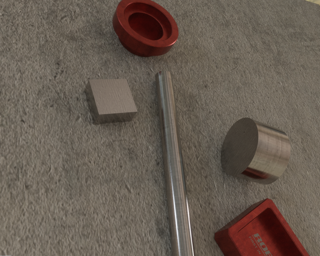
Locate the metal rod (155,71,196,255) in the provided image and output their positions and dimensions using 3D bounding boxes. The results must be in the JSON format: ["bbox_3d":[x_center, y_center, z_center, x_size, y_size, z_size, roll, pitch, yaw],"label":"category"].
[{"bbox_3d":[0.018,0.054,0.379,0.025,0.025,0.299,9,58,-24],"label":"metal rod"}]

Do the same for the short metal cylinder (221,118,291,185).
[{"bbox_3d":[0.126,0.031,0.417,0.050,0.080,0.080,18,55,-18],"label":"short metal cylinder"}]

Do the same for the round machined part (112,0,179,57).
[{"bbox_3d":[-0.025,-0.147,0.469,0.099,0.042,0.098,14,56,-21],"label":"round machined part"}]

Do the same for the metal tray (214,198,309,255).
[{"bbox_3d":[0.136,0.163,0.373,0.091,0.030,0.130,-22,73,-36],"label":"metal tray"}]

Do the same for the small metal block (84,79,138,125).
[{"bbox_3d":[-0.062,-0.034,0.391,0.050,0.025,0.050,-6,65,-31],"label":"small metal block"}]
